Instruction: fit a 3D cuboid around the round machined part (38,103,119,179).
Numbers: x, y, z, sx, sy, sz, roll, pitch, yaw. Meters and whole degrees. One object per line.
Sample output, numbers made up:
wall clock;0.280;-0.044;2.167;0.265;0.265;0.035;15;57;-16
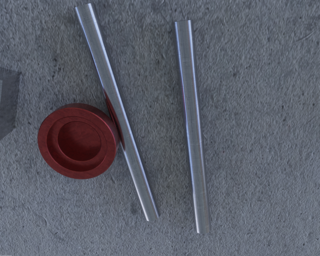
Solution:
round machined part;-0.102;0.014;0.402;0.099;0.042;0.097;1;111;3

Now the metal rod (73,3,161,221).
metal rod;-0.049;-0.006;0.406;0.025;0.025;0.298;-14;110;5

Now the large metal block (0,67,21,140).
large metal block;-0.226;-0.036;0.380;0.081;0.050;0.079;14;109;-6

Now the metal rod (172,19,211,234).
metal rod;0.045;0.013;0.415;0.025;0.025;0.298;-7;110;2
